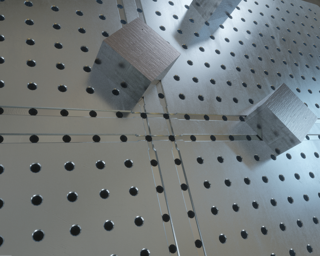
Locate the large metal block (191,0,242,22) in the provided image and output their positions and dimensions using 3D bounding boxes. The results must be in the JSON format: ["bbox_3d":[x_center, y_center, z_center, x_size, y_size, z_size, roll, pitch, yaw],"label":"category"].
[{"bbox_3d":[0.120,-0.258,0.594,0.081,0.080,0.050,-29,78,-37],"label":"large metal block"}]

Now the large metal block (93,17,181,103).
[{"bbox_3d":[-0.031,-0.096,0.434,0.080,0.050,0.080,41,51,-1],"label":"large metal block"}]

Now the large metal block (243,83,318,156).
[{"bbox_3d":[0.198,-0.015,0.507,0.080,0.050,0.080,48,51,5],"label":"large metal block"}]
